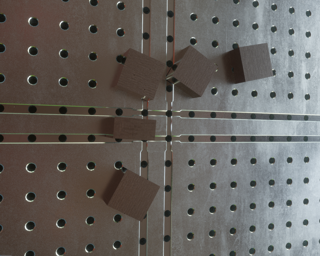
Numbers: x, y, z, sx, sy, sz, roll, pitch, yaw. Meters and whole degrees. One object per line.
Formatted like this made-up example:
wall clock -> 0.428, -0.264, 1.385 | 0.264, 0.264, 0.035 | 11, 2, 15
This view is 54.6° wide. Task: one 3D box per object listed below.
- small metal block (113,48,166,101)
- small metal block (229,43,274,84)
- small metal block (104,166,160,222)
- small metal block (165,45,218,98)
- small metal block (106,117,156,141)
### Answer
small metal block -> -0.027, -0.068, 0.402 | 0.050, 0.025, 0.050 | 20, 83, -19
small metal block -> 0.136, -0.096, 0.462 | 0.050, 0.025, 0.050 | -14, 95, -20
small metal block -> -0.036, 0.085, 0.399 | 0.050, 0.025, 0.050 | 31, 80, -17
small metal block -> 0.044, -0.077, 0.428 | 0.050, 0.025, 0.050 | 33, 79, -17
small metal block -> -0.037, 0.001, 0.385 | 0.050, 0.050, 0.025 | 4, 89, -20
